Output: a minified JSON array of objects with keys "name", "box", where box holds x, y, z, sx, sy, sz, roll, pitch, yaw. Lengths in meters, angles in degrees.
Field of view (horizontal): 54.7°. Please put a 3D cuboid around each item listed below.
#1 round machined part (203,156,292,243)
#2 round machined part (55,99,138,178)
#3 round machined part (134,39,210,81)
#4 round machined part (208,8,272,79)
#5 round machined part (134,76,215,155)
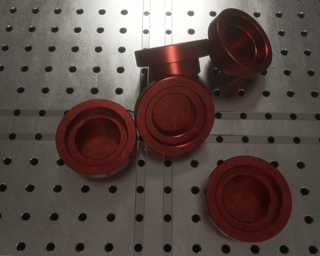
[{"name":"round machined part","box":[0.101,0.086,0.373,0.099,0.042,0.098,0,70,-1]},{"name":"round machined part","box":[-0.078,0.016,0.396,0.099,0.042,0.098,0,70,-1]},{"name":"round machined part","box":[0.018,-0.090,0.416,0.099,0.098,0.042,-11,105,-4]},{"name":"round machined part","box":[0.105,-0.112,0.431,0.099,0.042,0.098,12,64,-27]},{"name":"round machined part","box":[0.016,-0.018,0.393,0.099,0.042,0.097,-3,106,-11]}]
